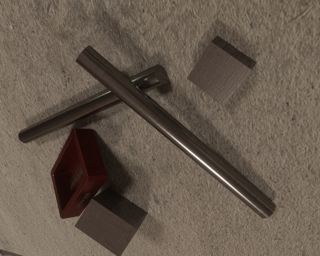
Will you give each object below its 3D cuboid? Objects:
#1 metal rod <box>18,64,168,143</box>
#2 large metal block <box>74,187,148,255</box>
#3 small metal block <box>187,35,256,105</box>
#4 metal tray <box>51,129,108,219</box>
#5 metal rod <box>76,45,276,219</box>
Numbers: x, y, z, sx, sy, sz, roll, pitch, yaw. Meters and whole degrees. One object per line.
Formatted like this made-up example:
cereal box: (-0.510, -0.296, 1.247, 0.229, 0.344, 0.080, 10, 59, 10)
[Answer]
metal rod: (-0.116, -0.024, 0.450, 0.300, 0.025, 0.025, -18, 109, 35)
large metal block: (-0.073, 0.144, 0.487, 0.080, 0.080, 0.050, 33, 96, 6)
small metal block: (0.065, -0.062, 0.333, 0.050, 0.025, 0.050, 36, 129, 3)
metal tray: (-0.131, 0.073, 0.483, 0.129, 0.030, 0.090, -51, 51, 39)
metal rod: (0.025, 0.011, 0.377, 0.300, 0.025, 0.025, 40, 129, -9)
